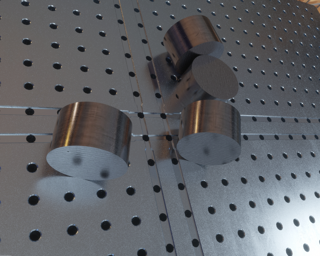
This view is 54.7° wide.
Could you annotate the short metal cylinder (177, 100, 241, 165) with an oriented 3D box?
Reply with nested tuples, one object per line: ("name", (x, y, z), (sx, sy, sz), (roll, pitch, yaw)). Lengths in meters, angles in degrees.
("short metal cylinder", (0.064, 0.008, 0.405), (0.080, 0.080, 0.050), (21, 54, -16))

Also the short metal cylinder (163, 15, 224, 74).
("short metal cylinder", (0.052, -0.127, 0.480), (0.081, 0.080, 0.050), (-9, 67, -32))

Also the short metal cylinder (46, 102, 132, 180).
("short metal cylinder", (-0.072, 0.016, 0.325), (0.081, 0.080, 0.050), (16, 55, -20))

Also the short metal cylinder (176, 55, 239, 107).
("short metal cylinder", (0.071, -0.064, 0.471), (0.081, 0.050, 0.080), (14, 56, -21))
